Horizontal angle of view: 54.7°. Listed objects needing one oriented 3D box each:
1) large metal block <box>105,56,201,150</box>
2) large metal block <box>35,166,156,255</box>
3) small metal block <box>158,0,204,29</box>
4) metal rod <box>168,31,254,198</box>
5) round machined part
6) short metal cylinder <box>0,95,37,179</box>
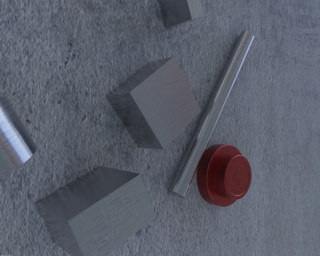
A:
[{"bbox_3d":[-0.006,-0.030,0.386,0.080,0.050,0.080,-45,117,-31],"label":"large metal block"},{"bbox_3d":[-0.066,0.083,0.315,0.081,0.080,0.050,-30,109,-36],"label":"large metal block"},{"bbox_3d":[0.026,-0.166,0.412,0.025,0.050,0.050,-28,108,-37],"label":"small metal block"},{"bbox_3d":[0.086,-0.034,0.479,0.025,0.025,0.300,41,65,-33],"label":"metal rod"},{"bbox_3d":[0.107,0.075,0.486,0.099,0.042,0.097,0,90,-40],"label":"round machined part"},{"bbox_3d":[-0.148,0.014,0.245,0.080,0.080,0.050,-37,113,-34],"label":"short metal cylinder"}]
